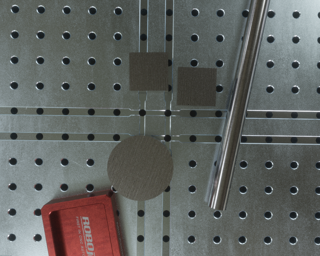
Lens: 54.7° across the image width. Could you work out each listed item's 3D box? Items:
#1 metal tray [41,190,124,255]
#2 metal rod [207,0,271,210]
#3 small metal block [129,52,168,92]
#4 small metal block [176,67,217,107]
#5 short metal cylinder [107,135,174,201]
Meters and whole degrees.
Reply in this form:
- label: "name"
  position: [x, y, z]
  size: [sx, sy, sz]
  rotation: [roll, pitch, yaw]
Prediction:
- label: "metal tray"
  position: [-0.097, 0.155, 0.409]
  size: [0.091, 0.030, 0.129]
  rotation: [-10, 90, -1]
- label: "metal rod"
  position: [0.107, -0.040, 0.414]
  size: [0.025, 0.025, 0.298]
  rotation: [12, 90, -1]
- label: "small metal block"
  position: [-0.014, -0.073, 0.413]
  size: [0.050, 0.025, 0.050]
  rotation: [0, 90, -1]
- label: "small metal block"
  position: [0.048, -0.054, 0.414]
  size: [0.050, 0.025, 0.050]
  rotation: [2, 90, -1]
- label: "short metal cylinder"
  position: [-0.024, 0.049, 0.401]
  size: [0.081, 0.050, 0.079]
  rotation: [0, 90, -1]
